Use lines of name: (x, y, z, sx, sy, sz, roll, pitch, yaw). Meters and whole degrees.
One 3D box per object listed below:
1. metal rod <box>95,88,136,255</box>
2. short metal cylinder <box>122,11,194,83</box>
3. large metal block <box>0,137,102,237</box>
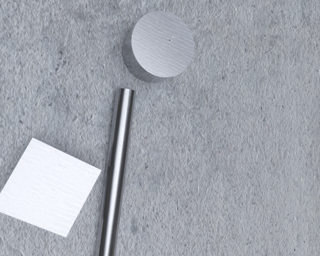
metal rod: (-0.061, 0.100, 0.386, 0.025, 0.025, 0.298, 8, 87, -20)
short metal cylinder: (-0.004, -0.101, 0.394, 0.081, 0.050, 0.080, 0, 90, -20)
large metal block: (-0.125, 0.064, 0.350, 0.080, 0.050, 0.080, 30, 80, -18)
